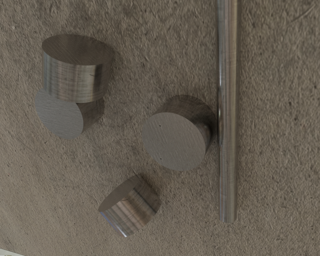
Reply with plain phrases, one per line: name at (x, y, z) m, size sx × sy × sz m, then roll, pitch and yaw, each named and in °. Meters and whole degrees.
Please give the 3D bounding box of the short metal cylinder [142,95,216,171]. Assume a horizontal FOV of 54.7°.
short metal cylinder at (0.025, 0.006, 0.381) m, size 0.080 × 0.050 × 0.079 m, roll 13°, pitch 124°, yaw 21°

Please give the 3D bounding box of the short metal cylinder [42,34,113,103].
short metal cylinder at (-0.102, -0.074, 0.379) m, size 0.080 × 0.080 × 0.050 m, roll 25°, pitch 127°, yaw 12°

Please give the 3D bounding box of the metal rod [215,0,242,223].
metal rod at (0.079, -0.006, 0.361) m, size 0.025 × 0.025 × 0.298 m, roll 7°, pitch 122°, yaw 24°

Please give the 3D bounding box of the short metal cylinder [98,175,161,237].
short metal cylinder at (-0.045, 0.116, 0.467) m, size 0.080 × 0.080 × 0.050 m, roll -31°, pitch 101°, yaw 38°

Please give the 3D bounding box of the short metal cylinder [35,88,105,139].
short metal cylinder at (-0.127, -0.031, 0.438) m, size 0.080 × 0.050 × 0.079 m, roll 13°, pitch 124°, yaw 21°
